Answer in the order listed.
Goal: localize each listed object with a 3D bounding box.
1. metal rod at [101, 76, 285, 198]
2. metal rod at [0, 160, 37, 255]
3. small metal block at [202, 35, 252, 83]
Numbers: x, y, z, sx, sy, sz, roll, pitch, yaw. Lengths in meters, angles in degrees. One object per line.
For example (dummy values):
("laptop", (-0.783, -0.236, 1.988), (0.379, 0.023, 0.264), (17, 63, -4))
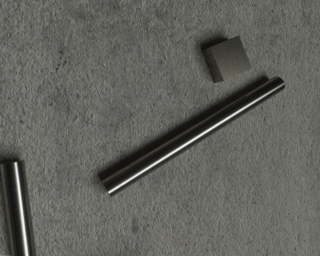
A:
("metal rod", (0.057, 0.004, 0.430), (0.302, 0.025, 0.025), (-30, 100, -18))
("metal rod", (-0.150, 0.186, 0.354), (0.025, 0.025, 0.298), (-7, 93, -20))
("small metal block", (0.096, -0.098, 0.444), (0.050, 0.025, 0.050), (-26, 99, -18))
